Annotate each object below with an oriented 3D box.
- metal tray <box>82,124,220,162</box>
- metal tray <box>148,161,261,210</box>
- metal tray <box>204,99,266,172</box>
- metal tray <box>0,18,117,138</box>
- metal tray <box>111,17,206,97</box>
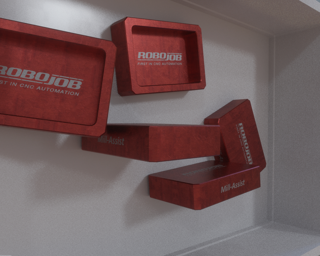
[{"bbox_3d":[-0.014,0.011,0.328,0.091,0.130,0.030,-1,92,-41],"label":"metal tray"},{"bbox_3d":[0.062,0.071,0.418,0.131,0.090,0.030,-7,95,-40],"label":"metal tray"},{"bbox_3d":[0.128,0.027,0.514,0.091,0.030,0.129,-31,110,-36],"label":"metal tray"},{"bbox_3d":[-0.110,-0.043,0.277,0.131,0.030,0.090,8,84,-15],"label":"metal tray"},{"bbox_3d":[0.003,-0.091,0.407,0.131,0.030,0.089,-10,97,-40],"label":"metal tray"}]
